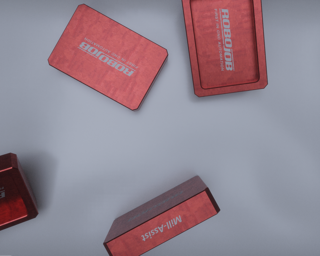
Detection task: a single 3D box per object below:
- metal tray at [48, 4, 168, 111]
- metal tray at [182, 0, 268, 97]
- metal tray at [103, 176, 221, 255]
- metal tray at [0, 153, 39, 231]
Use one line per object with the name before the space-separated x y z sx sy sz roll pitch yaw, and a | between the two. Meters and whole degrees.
metal tray | -0.066 -0.090 0.408 0.130 0.030 0.090 29 90 -1
metal tray | 0.081 -0.109 0.386 0.090 0.030 0.129 -7 104 10
metal tray | 0.002 0.108 0.379 0.130 0.090 0.030 -28 90 0
metal tray | -0.223 0.090 0.363 0.131 0.030 0.089 -18 128 -18
